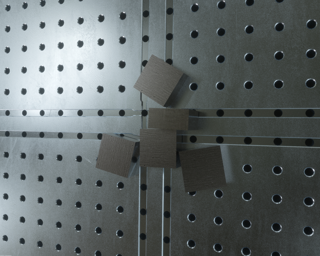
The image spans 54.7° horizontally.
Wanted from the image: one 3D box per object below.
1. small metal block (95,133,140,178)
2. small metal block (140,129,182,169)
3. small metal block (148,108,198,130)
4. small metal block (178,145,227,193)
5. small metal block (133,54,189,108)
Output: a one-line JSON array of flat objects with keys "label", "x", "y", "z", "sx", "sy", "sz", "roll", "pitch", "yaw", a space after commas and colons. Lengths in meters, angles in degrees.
[{"label": "small metal block", "x": -0.057, "y": 0.037, "z": 0.432, "sx": 0.050, "sy": 0.025, "sz": 0.050, "roll": 14, "pitch": 95, "yaw": 19}, {"label": "small metal block", "x": 0.001, "y": 0.026, "z": 0.411, "sx": 0.050, "sy": 0.025, "sz": 0.050, "roll": 1, "pitch": 90, "yaw": 19}, {"label": "small metal block", "x": 0.018, "y": -0.011, "z": 0.392, "sx": 0.050, "sy": 0.050, "sz": 0.025, "roll": 3, "pitch": 91, "yaw": 19}, {"label": "small metal block", "x": 0.052, "y": 0.050, "z": 0.386, "sx": 0.050, "sy": 0.025, "sz": 0.050, "roll": -9, "pitch": 87, "yaw": 0}, {"label": "small metal block", "x": 0.001, "y": -0.062, "z": 0.411, "sx": 0.050, "sy": 0.025, "sz": 0.050, "roll": 34, "pitch": 101, "yaw": 16}]
